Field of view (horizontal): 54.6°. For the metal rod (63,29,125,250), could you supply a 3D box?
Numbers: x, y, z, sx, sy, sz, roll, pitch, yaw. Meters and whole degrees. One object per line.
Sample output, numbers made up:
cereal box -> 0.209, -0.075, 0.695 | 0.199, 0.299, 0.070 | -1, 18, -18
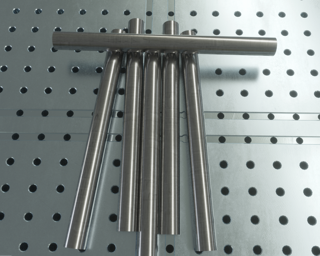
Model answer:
metal rod -> -0.080, 0.000, 0.410 | 0.025, 0.025, 0.299 | 7, 70, 2

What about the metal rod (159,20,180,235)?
metal rod -> 0.014, -0.014, 0.418 | 0.025, 0.025, 0.299 | 1, 70, 0

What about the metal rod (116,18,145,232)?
metal rod -> -0.037, -0.018, 0.418 | 0.025, 0.025, 0.299 | 1, 70, 0

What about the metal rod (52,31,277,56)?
metal rod -> 0.006, -0.116, 0.428 | 0.302, 0.025, 0.025 | 2, 70, 0

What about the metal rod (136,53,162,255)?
metal rod -> -0.013, 0.035, 0.399 | 0.025, 0.025, 0.299 | 1, 70, 0

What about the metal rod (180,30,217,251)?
metal rod -> 0.048, 0.002, 0.412 | 0.025, 0.025, 0.299 | -2, 70, -1
